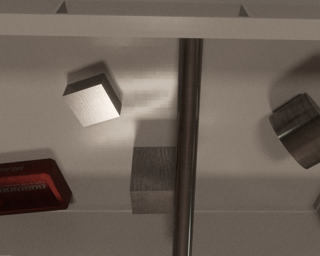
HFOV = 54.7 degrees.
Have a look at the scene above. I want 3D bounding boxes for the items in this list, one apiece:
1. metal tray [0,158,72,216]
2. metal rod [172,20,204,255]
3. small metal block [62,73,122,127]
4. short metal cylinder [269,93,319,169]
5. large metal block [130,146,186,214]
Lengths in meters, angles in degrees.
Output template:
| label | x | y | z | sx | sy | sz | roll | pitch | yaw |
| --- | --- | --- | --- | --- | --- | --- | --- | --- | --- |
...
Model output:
| label | x | y | z | sx | sy | sz | roll | pitch | yaw |
| --- | --- | --- | --- | --- | --- | --- | --- | --- | --- |
| metal tray | -0.217 | 0.095 | 0.482 | 0.131 | 0.030 | 0.089 | -7 | 130 | 5 |
| metal rod | 0.031 | 0.032 | 0.360 | 0.025 | 0.025 | 0.298 | 1 | 107 | -1 |
| small metal block | -0.081 | -0.033 | 0.379 | 0.050 | 0.025 | 0.050 | -16 | 129 | 12 |
| short metal cylinder | 0.180 | 0.003 | 0.379 | 0.080 | 0.080 | 0.050 | 37 | 121 | -27 |
| large metal block | 0.002 | 0.072 | 0.434 | 0.081 | 0.080 | 0.050 | -1 | 130 | 0 |
